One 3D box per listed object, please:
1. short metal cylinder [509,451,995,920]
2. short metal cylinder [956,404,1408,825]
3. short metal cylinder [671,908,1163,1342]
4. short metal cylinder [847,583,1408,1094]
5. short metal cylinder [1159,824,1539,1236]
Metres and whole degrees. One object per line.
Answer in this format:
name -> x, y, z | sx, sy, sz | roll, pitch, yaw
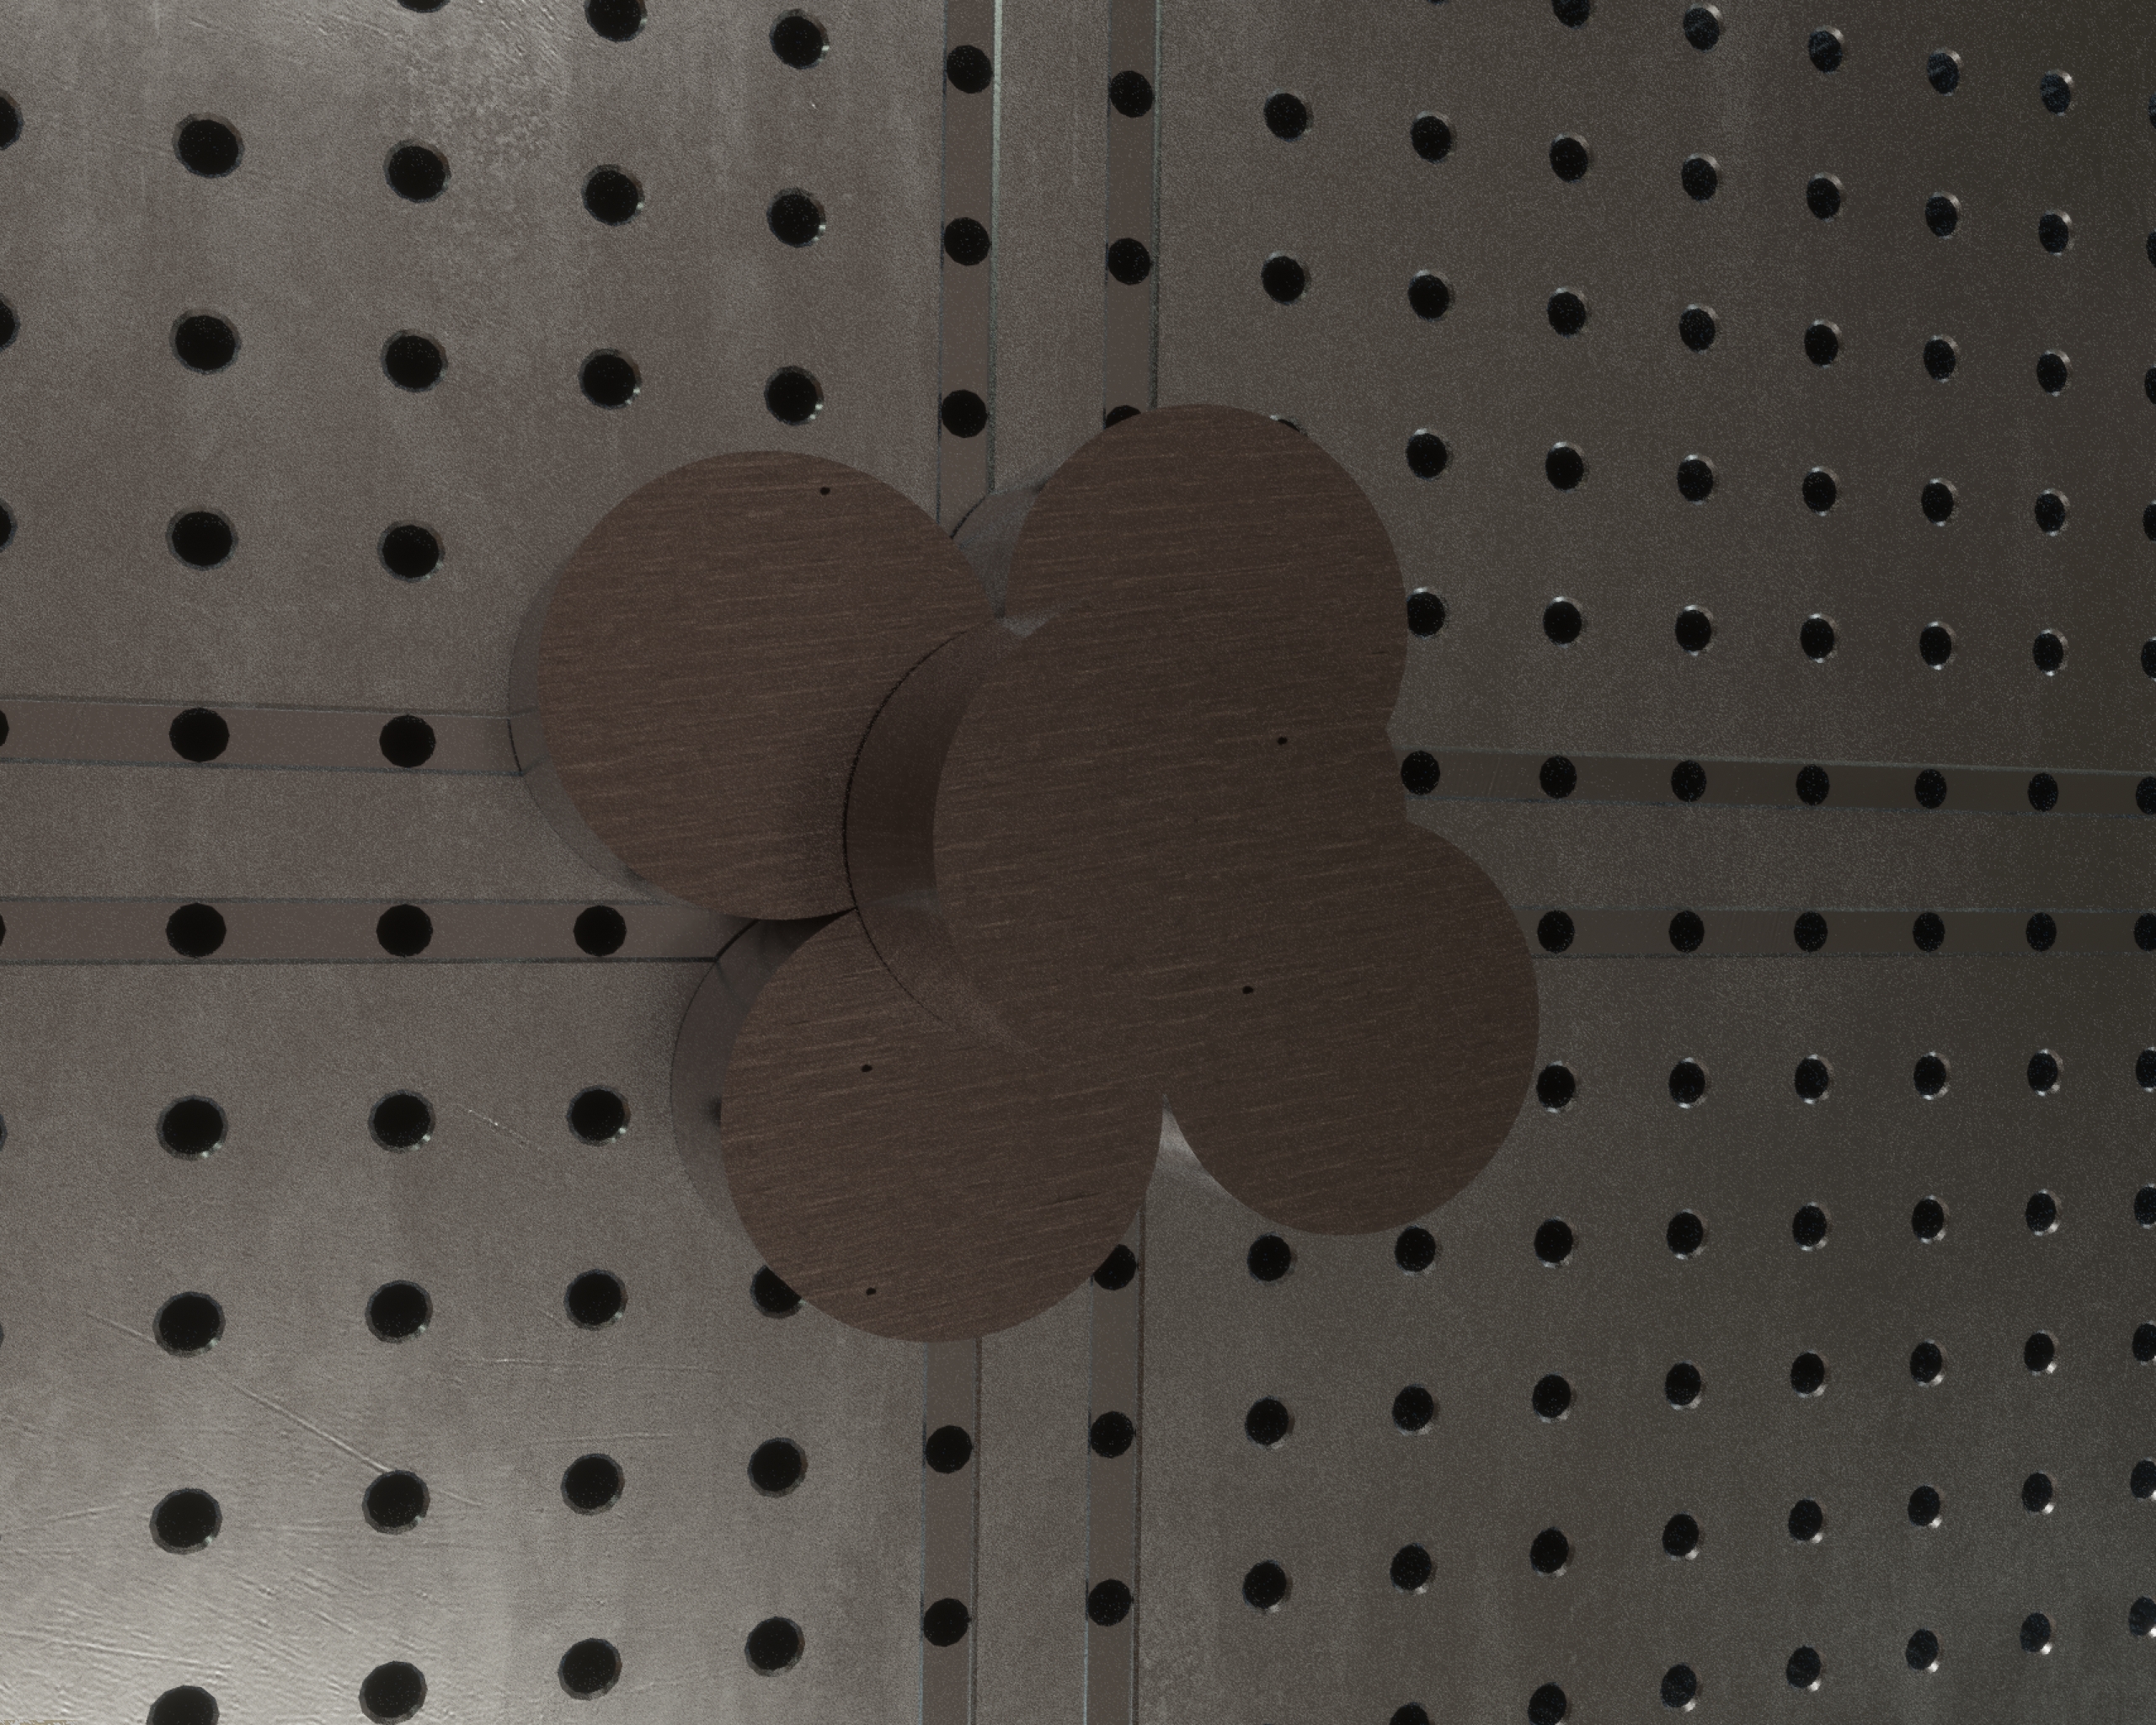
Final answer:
short metal cylinder -> -0.059, -0.030, 0.377 | 0.081, 0.050, 0.079 | 0, 90, -21
short metal cylinder -> 0.016, -0.044, 0.406 | 0.081, 0.050, 0.079 | 0, 90, -21
short metal cylinder -> -0.031, 0.044, 0.388 | 0.081, 0.050, 0.079 | 0, 90, -21
short metal cylinder -> 0.007, -0.004, 0.348 | 0.081, 0.050, 0.079 | -1, 92, -21
short metal cylinder -> 0.044, 0.030, 0.416 | 0.081, 0.050, 0.079 | 0, 90, -21
